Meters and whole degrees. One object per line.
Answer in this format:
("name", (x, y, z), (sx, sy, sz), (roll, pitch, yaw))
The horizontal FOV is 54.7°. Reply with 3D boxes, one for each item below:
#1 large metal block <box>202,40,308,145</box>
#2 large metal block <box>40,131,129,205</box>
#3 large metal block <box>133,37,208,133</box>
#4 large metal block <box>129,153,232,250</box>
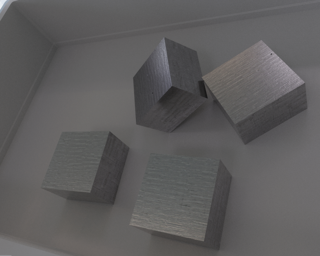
("large metal block", (0.108, -0.041, 0.358), (0.080, 0.050, 0.080), (-32, 52, 7))
("large metal block", (-0.097, 0.051, 0.409), (0.080, 0.050, 0.080), (-1, 61, 27))
("large metal block", (0.009, -0.052, 0.394), (0.080, 0.050, 0.080), (-44, 41, 42))
("large metal block", (0.025, 0.076, 0.330), (0.080, 0.050, 0.080), (2, 63, 29))
